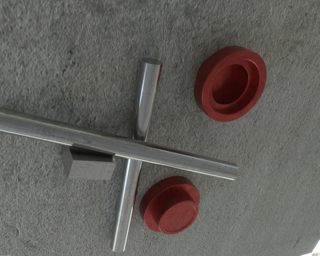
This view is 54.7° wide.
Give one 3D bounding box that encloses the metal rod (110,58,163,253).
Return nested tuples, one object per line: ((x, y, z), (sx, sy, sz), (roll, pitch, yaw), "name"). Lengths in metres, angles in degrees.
((-0.037, 0.054, 0.420), (0.025, 0.025, 0.298), (-2, 120, -27), "metal rod")

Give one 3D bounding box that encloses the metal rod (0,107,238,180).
((-0.031, 0.026, 0.375), (0.302, 0.025, 0.025), (15, 111, -24), "metal rod")

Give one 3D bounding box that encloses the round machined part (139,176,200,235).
((0.021, 0.127, 0.486), (0.099, 0.042, 0.097), (-14, 124, -21), "round machined part")

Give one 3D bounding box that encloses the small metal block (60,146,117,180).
((-0.086, 0.036, 0.366), (0.050, 0.050, 0.025), (8, 115, -32), "small metal block")

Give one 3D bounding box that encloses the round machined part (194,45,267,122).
((0.087, -0.060, 0.406), (0.099, 0.042, 0.097), (-14, 124, -21), "round machined part")
